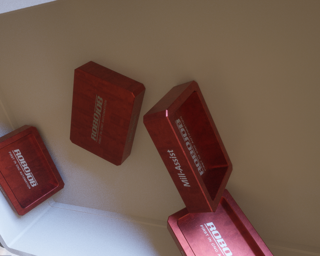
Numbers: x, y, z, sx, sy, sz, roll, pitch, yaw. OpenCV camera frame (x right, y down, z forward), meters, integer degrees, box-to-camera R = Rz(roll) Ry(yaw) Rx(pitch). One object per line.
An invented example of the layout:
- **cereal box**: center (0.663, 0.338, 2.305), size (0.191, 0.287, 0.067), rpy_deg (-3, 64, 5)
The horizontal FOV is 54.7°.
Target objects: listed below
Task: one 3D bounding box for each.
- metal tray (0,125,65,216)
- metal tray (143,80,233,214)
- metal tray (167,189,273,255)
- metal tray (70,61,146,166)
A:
- **metal tray**: center (-0.232, 0.071, 0.529), size (0.030, 0.091, 0.129), rpy_deg (8, 124, 46)
- **metal tray**: center (0.039, 0.021, 0.359), size (0.030, 0.090, 0.129), rpy_deg (-14, 112, 34)
- **metal tray**: center (0.078, 0.150, 0.380), size (0.130, 0.091, 0.030), rpy_deg (57, 163, 29)
- **metal tray**: center (-0.078, -0.017, 0.436), size (0.090, 0.030, 0.129), rpy_deg (25, 128, 12)
